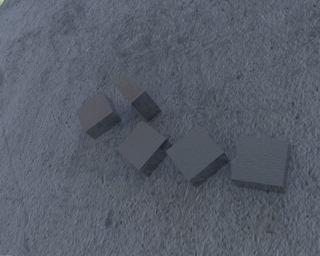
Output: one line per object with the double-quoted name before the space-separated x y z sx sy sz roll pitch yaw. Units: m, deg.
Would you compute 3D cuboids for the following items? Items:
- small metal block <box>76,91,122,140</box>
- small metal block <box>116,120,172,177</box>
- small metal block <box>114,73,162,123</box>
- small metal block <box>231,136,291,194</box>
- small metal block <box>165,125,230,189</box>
"small metal block" -0.092 -0.019 0.464 0.050 0.025 0.050 -36 51 4
"small metal block" -0.019 0.026 0.398 0.050 0.025 0.050 -49 51 -6
"small metal block" -0.031 -0.042 0.430 0.025 0.050 0.050 -42 51 -1
"small metal block" 0.107 0.038 0.325 0.050 0.025 0.050 4 64 30
"small metal block" 0.043 0.033 0.361 0.050 0.025 0.050 -40 51 1
